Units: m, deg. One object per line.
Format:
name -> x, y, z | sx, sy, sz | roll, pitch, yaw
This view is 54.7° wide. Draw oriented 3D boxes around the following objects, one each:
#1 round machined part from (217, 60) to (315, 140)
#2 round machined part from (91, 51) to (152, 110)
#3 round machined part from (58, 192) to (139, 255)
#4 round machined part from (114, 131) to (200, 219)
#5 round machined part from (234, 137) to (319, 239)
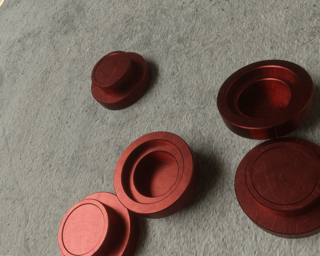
round machined part -> 0.116, -0.026, 0.342 | 0.098, 0.042, 0.098 | -16, 47, 18
round machined part -> -0.066, -0.080, 0.477 | 0.098, 0.042, 0.098 | -13, 56, 21
round machined part -> -0.077, 0.121, 0.359 | 0.098, 0.042, 0.098 | -13, 56, 21
round machined part -> 0.000, 0.056, 0.359 | 0.098, 0.042, 0.098 | -13, 56, 21
round machined part -> 0.120, 0.052, 0.298 | 0.098, 0.042, 0.098 | -13, 56, 21
